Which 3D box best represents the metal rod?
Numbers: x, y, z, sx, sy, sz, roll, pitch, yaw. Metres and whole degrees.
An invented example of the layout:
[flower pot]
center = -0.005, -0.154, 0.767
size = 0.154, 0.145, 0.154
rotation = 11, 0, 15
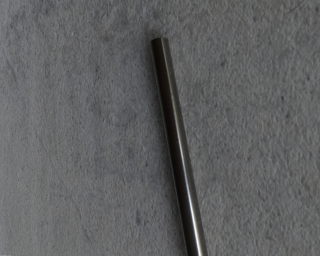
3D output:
[metal rod]
center = 0.024, 0.033, 0.383
size = 0.025, 0.025, 0.298
rotation = -16, 80, 38
